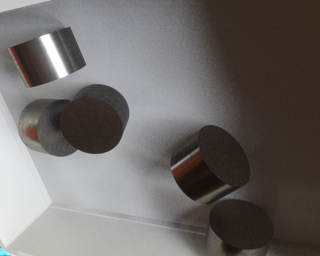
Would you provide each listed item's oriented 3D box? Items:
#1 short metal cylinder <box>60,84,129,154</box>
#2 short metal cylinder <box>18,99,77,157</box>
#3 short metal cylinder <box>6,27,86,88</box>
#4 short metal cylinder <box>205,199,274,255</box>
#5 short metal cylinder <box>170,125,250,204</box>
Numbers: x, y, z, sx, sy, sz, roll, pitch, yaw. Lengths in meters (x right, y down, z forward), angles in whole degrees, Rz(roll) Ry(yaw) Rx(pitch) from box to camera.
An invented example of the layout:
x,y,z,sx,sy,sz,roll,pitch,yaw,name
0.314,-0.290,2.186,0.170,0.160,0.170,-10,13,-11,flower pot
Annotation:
x,y,z,sx,sy,sz,roll,pitch,yaw,name
-0.085,-0.012,0.412,0.080,0.050,0.079,2,117,4,short metal cylinder
-0.152,-0.002,0.444,0.050,0.080,0.080,6,122,39,short metal cylinder
-0.141,-0.090,0.390,0.080,0.080,0.050,-6,116,30,short metal cylinder
0.102,0.140,0.406,0.080,0.080,0.050,15,125,19,short metal cylinder
0.060,0.043,0.368,0.080,0.080,0.050,45,129,-3,short metal cylinder
